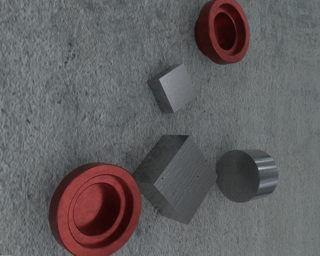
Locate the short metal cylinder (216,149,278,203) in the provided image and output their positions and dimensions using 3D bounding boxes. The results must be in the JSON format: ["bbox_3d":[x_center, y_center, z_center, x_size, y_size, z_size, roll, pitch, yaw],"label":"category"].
[{"bbox_3d":[0.135,0.073,0.485,0.050,0.080,0.079,1,89,-40],"label":"short metal cylinder"}]

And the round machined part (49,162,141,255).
[{"bbox_3d":[-0.072,0.086,0.335,0.099,0.042,0.097,0,90,-40],"label":"round machined part"}]

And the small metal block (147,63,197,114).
[{"bbox_3d":[0.017,-0.054,0.421,0.050,0.025,0.050,-39,114,-33],"label":"small metal block"}]

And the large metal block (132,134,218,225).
[{"bbox_3d":[0.020,0.065,0.408,0.080,0.050,0.080,-51,121,-28],"label":"large metal block"}]

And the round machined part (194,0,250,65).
[{"bbox_3d":[0.091,-0.145,0.472,0.099,0.042,0.097,0,90,-40],"label":"round machined part"}]
